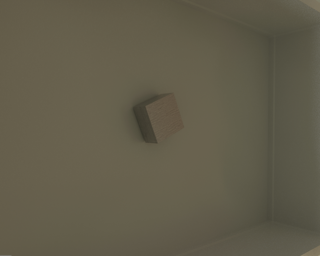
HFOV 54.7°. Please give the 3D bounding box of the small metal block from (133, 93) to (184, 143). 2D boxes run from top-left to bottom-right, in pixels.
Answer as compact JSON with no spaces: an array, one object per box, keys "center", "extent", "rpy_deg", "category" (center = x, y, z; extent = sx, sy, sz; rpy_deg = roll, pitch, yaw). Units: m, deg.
[{"center":[-0.001,-0.013,0.404],"extent":[0.050,0.025,0.050],"rpy_deg":[-30,109,-36],"category":"small metal block"}]
